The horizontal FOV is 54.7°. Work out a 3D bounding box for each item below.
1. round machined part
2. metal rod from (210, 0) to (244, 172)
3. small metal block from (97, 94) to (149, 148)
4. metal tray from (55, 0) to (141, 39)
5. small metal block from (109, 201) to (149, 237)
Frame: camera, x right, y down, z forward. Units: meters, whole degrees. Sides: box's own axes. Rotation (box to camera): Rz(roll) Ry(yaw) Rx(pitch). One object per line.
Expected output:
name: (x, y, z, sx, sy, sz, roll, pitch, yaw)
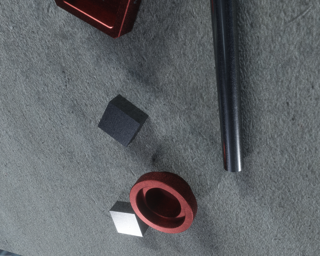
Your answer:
round machined part: (0.008, 0.103, 0.454, 0.098, 0.042, 0.097, 13, 124, 20)
metal rod: (0.068, -0.083, 0.319, 0.025, 0.025, 0.298, 4, 120, 26)
small metal block: (-0.051, -0.010, 0.426, 0.050, 0.025, 0.050, 36, 129, 3)
metal tray: (-0.057, -0.173, 0.324, 0.090, 0.030, 0.129, 32, 128, 7)
small metal block: (-0.052, 0.154, 0.528, 0.050, 0.025, 0.050, -1, 118, 28)
